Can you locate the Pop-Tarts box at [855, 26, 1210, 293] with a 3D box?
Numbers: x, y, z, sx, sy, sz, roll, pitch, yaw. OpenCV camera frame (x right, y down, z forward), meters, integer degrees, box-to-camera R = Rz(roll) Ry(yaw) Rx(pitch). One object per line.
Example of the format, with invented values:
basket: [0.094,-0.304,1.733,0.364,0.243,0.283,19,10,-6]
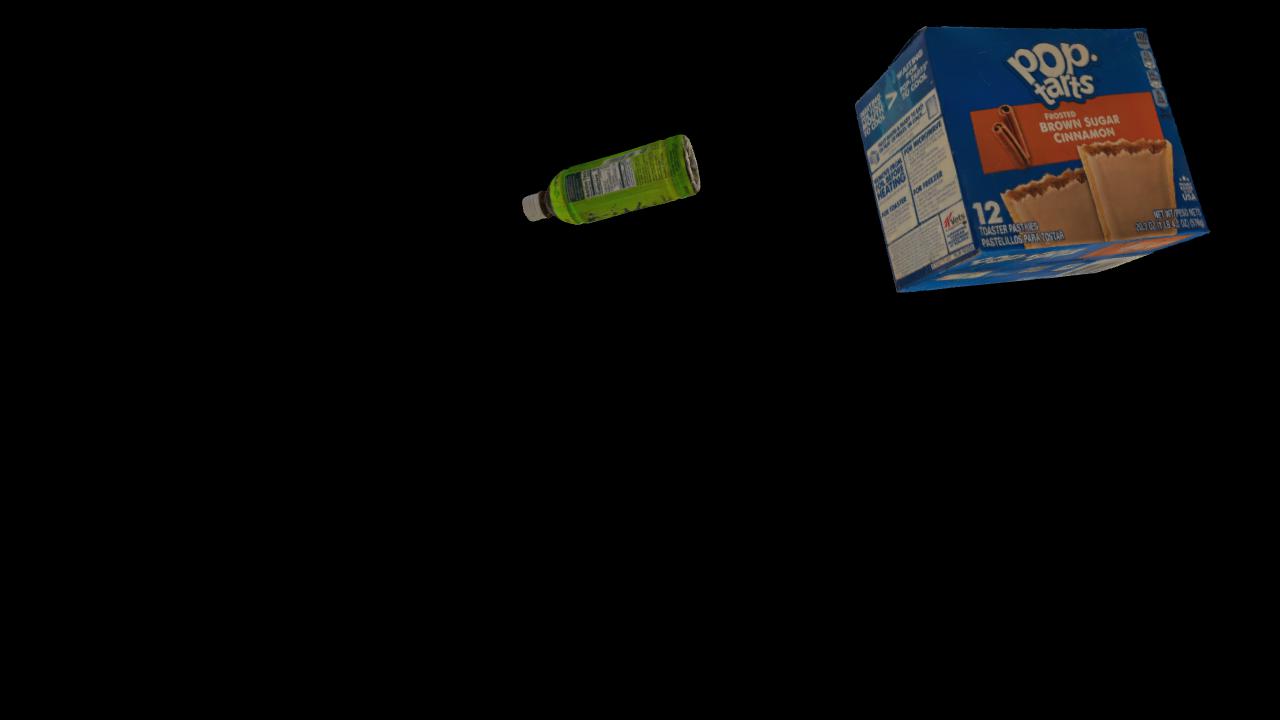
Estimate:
Pop-Tarts box: [0.245,-0.127,0.397,0.167,0.141,0.083,-6,-9,-13]

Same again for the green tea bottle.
green tea bottle: [-0.039,-0.204,0.722,0.212,0.073,0.073,-9,-2,17]
